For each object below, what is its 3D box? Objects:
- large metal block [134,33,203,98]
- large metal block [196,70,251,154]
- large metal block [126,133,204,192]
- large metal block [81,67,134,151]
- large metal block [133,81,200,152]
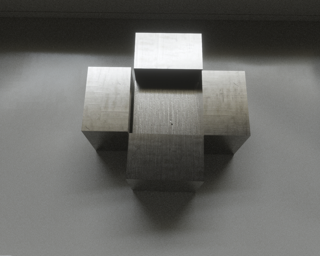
[{"bbox_3d":[0.010,-0.079,0.408,0.080,0.080,0.050,1,70,0],"label":"large metal block"},{"bbox_3d":[0.074,-0.016,0.386,0.050,0.080,0.080,1,70,0],"label":"large metal block"},{"bbox_3d":[0.006,0.043,0.363,0.080,0.080,0.050,2,70,0],"label":"large metal block"},{"bbox_3d":[-0.059,-0.021,0.387,0.050,0.080,0.080,1,70,0],"label":"large metal block"},{"bbox_3d":[0.008,-0.013,0.399,0.080,0.050,0.080,1,70,0],"label":"large metal block"}]
